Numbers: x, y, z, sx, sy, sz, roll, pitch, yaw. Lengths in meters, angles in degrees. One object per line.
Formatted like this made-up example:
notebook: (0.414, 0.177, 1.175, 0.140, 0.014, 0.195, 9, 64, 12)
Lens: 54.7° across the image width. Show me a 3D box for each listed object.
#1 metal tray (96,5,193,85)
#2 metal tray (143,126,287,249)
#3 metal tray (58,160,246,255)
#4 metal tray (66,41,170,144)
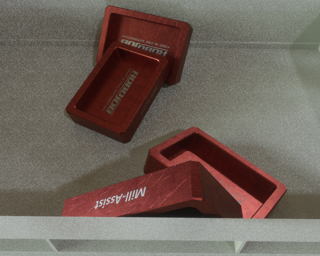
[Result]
metal tray: (-0.025, -0.124, 0.467, 0.130, 0.089, 0.030, 17, 15, 13)
metal tray: (0.059, 0.056, 0.336, 0.130, 0.030, 0.091, 35, 38, 25)
metal tray: (-0.006, 0.077, 0.261, 0.130, 0.090, 0.030, -21, 46, 24)
metal tray: (-0.054, -0.053, 0.425, 0.090, 0.030, 0.130, 22, 67, 17)
